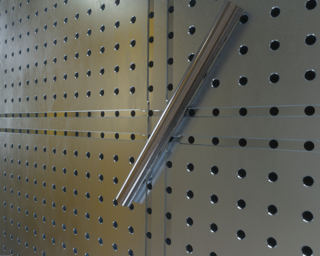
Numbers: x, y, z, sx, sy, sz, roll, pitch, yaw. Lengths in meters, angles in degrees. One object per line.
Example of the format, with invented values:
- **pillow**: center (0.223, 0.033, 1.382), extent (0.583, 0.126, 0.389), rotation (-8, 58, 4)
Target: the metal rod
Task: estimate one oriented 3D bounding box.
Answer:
- **metal rod**: center (0.015, -0.015, 0.397), extent (0.025, 0.025, 0.298), rotation (44, 116, 31)
